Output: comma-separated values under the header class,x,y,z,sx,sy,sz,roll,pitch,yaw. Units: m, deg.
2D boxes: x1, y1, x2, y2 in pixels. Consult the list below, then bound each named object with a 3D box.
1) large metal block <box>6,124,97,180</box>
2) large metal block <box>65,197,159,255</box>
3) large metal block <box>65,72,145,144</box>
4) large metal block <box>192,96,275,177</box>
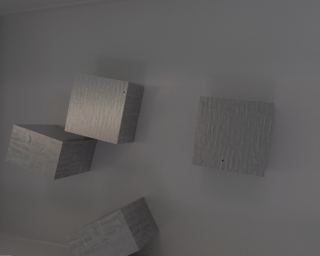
class,x,y,z,sx,sy,sz,roll,pitch,yaw
large metal block,-0.148,0.030,0.434,0.080,0.080,0.050,17,96,19
large metal block,-0.058,0.135,0.398,0.080,0.080,0.050,-29,81,13
large metal block,-0.075,-0.027,0.424,0.080,0.050,0.080,13,94,19
large metal block,0.087,0.008,0.366,0.080,0.050,0.079,8,93,19
